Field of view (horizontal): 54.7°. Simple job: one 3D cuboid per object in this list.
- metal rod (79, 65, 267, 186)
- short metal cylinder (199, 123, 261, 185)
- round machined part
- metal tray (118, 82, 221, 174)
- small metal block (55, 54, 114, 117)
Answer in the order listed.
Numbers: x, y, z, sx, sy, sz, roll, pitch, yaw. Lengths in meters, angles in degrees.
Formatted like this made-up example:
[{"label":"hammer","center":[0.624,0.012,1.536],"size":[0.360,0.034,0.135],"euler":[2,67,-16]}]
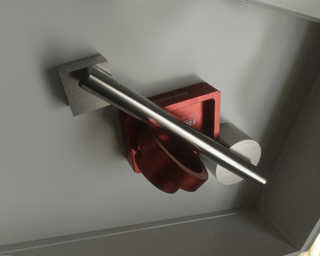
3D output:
[{"label":"metal rod","center":[0.038,0.012,0.384],"size":[0.301,0.025,0.025],"euler":[30,102,-32]},{"label":"short metal cylinder","center":[0.106,0.040,0.475],"size":[0.081,0.050,0.079],"euler":[-14,125,-21]},{"label":"round machined part","center":[0.008,0.040,0.374],"size":[0.098,0.098,0.042],"euler":[31,109,-38]},{"label":"metal tray","center":[0.017,-0.001,0.413],"size":[0.131,0.030,0.089],"euler":[-18,126,-19]},{"label":"small metal block","center":[-0.079,-0.047,0.336],"size":[0.050,0.025,0.050],"euler":[-20,127,-17]}]
